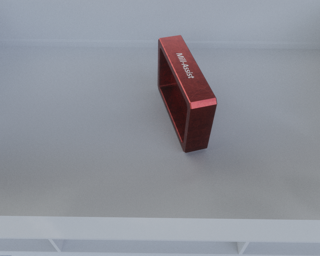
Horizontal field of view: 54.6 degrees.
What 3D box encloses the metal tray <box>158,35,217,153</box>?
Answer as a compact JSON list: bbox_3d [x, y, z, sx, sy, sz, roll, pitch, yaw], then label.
[{"bbox_3d":[0.029,-0.045,0.398,0.030,0.090,0.130,-12,51,-11],"label":"metal tray"}]
